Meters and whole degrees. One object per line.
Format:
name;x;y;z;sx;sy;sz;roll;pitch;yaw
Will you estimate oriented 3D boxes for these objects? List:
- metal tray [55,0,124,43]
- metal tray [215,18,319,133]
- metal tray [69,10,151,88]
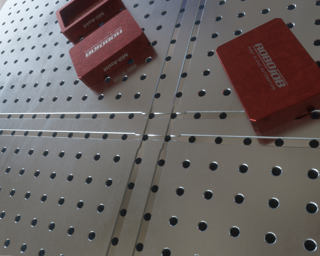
metal tray;-0.145;-0.241;0.630;0.130;0.030;0.090;-33;51;6
metal tray;0.132;-0.067;0.378;0.090;0.030;0.130;-25;53;13
metal tray;-0.090;-0.139;0.539;0.130;0.030;0.090;-34;51;6
